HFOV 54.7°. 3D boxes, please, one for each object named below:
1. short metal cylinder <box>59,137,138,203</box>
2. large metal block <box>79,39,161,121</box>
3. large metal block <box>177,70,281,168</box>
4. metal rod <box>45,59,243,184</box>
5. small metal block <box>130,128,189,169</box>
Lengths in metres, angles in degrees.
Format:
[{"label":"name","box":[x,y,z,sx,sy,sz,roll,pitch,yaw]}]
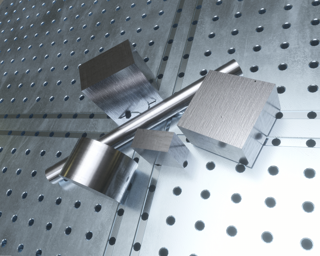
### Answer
[{"label":"short metal cylinder","box":[-0.074,0.052,0.377,0.080,0.080,0.050,12,68,33]},{"label":"large metal block","box":[-0.056,-0.065,0.442,0.080,0.080,0.050,-25,53,12]},{"label":"large metal block","box":[0.080,-0.013,0.354,0.080,0.050,0.080,21,73,35]},{"label":"metal rod","box":[-0.027,-0.005,0.423,0.301,0.025,0.025,-30,52,8]},{"label":"small metal block","box":[0.001,0.025,0.375,0.050,0.050,0.025,5,65,30]}]
